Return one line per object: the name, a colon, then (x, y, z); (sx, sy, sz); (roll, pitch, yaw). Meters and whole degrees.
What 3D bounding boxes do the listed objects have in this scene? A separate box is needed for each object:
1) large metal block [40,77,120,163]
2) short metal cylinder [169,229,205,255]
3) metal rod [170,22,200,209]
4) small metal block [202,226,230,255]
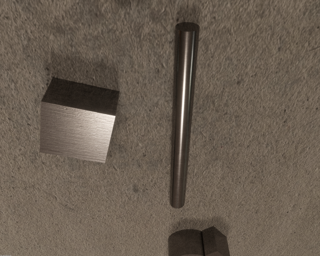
large metal block: (-0.099, -0.008, 0.383); (0.081, 0.050, 0.079); (11, 129, -10)
short metal cylinder: (0.056, 0.239, 0.595); (0.081, 0.050, 0.079); (0, 130, 0)
metal rod: (0.028, 0.009, 0.415); (0.025, 0.025, 0.298); (0, 130, 0)
small metal block: (0.106, 0.221, 0.581); (0.025, 0.050, 0.050); (-30, 124, 23)
